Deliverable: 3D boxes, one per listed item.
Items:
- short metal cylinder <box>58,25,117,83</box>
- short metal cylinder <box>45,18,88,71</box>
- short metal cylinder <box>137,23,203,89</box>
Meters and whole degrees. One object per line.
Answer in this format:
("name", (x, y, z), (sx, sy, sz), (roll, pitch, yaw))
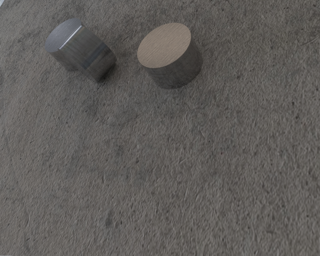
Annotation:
("short metal cylinder", (-0.117, -0.118, 0.503), (0.080, 0.080, 0.050), (34, 81, 38))
("short metal cylinder", (-0.160, -0.152, 0.563), (0.080, 0.050, 0.080), (-15, 53, 22))
("short metal cylinder", (0.015, -0.102, 0.443), (0.080, 0.050, 0.080), (-13, 56, 21))
